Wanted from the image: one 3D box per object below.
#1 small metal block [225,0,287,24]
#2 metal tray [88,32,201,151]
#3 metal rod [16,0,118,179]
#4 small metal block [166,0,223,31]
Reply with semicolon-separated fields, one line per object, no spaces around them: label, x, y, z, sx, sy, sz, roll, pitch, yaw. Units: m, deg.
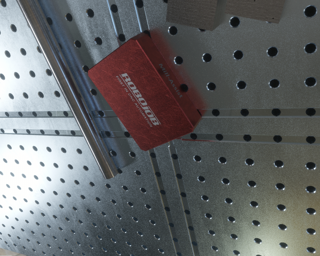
small metal block;0.092;-0.128;0.283;0.050;0.025;0.050;18;126;17
metal tray;-0.020;-0.041;0.392;0.090;0.030;0.130;-25;105;36
metal rod;-0.128;-0.055;0.442;0.025;0.025;0.298;-8;115;31
small metal block;0.036;-0.130;0.311;0.050;0.025;0.050;18;125;17
